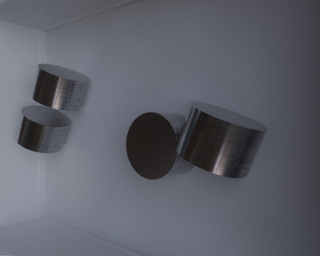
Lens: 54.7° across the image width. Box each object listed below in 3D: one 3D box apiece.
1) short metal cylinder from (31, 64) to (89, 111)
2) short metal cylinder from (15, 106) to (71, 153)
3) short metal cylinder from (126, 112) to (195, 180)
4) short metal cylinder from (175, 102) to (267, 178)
[{"bbox_3d":[-0.161,-0.066,0.501,0.080,0.081,0.050,32,110,35],"label":"short metal cylinder"},{"bbox_3d":[-0.202,0.001,0.534,0.080,0.081,0.050,35,112,34],"label":"short metal cylinder"},{"bbox_3d":[0.004,0.021,0.385,0.080,0.050,0.079,0,90,39],"label":"short metal cylinder"},{"bbox_3d":[0.062,0.010,0.319,0.080,0.081,0.050,29,108,36],"label":"short metal cylinder"}]
